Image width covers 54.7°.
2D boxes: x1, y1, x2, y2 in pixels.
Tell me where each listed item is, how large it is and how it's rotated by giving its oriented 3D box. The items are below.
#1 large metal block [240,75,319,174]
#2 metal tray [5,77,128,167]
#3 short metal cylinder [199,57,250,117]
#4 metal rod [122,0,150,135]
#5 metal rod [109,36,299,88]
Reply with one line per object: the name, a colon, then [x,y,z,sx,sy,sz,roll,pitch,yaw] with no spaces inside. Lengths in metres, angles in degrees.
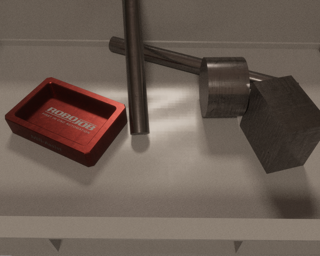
large metal block: [0.144,-0.004,0.375,0.050,0.080,0.080,-11,51,-10]
metal tray: [-0.121,-0.012,0.410,0.130,0.030,0.090,21,53,16]
short metal cylinder: [0.084,-0.055,0.417,0.050,0.080,0.080,-1,50,-1]
metal rod: [-0.037,-0.139,0.425,0.025,0.025,0.298,-4,81,-4]
metal rod: [0.059,-0.098,0.488,0.301,0.025,0.025,18,52,14]
